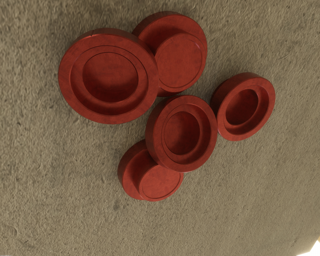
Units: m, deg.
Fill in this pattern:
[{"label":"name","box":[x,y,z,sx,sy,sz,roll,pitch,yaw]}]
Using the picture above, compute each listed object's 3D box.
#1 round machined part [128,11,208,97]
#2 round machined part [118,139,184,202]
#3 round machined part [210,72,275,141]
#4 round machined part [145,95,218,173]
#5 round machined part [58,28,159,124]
[{"label":"round machined part","box":[0.013,-0.080,0.356,0.099,0.042,0.097,-14,125,-21]},{"label":"round machined part","box":[-0.006,0.064,0.434,0.099,0.042,0.097,-14,125,-21]},{"label":"round machined part","box":[0.111,-0.033,0.439,0.099,0.042,0.097,-14,125,-21]},{"label":"round machined part","box":[0.024,0.006,0.402,0.099,0.042,0.097,-4,97,-31]},{"label":"round machined part","box":[-0.051,-0.056,0.322,0.099,0.042,0.097,-2,123,-3]}]
